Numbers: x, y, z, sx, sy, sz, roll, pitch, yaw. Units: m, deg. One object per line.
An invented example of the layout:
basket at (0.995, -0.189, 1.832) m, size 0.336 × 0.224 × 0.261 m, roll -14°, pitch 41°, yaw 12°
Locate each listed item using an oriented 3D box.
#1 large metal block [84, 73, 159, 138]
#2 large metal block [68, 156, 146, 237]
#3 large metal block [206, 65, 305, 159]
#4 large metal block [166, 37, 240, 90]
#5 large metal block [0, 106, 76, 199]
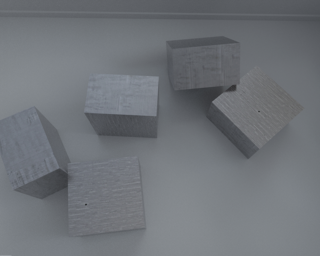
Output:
large metal block at (-0.043, -0.025, 0.389) m, size 0.080 × 0.080 × 0.050 m, roll 3°, pitch 70°, yaw 1°
large metal block at (-0.061, 0.082, 0.366) m, size 0.081 × 0.050 × 0.080 m, roll -6°, pitch 70°, yaw -3°
large metal block at (0.121, -0.020, 0.404) m, size 0.080 × 0.050 × 0.080 m, roll -39°, pitch 75°, yaw -13°
large metal block at (0.053, -0.087, 0.406) m, size 0.081 × 0.080 × 0.050 m, roll -6°, pitch 112°, yaw -2°
large metal block at (-0.145, 0.032, 0.367) m, size 0.050 × 0.080 × 0.080 m, roll -26°, pitch 72°, yaw -9°
